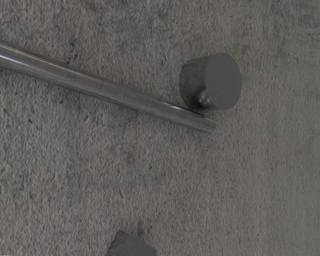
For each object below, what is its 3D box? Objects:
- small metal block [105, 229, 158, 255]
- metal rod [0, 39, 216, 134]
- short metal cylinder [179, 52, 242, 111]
[{"bbox_3d":[-0.038,0.159,0.373,0.050,0.025,0.050,43,64,-32],"label":"small metal block"},{"bbox_3d":[-0.038,-0.036,0.372,0.302,0.025,0.025,16,80,-39],"label":"metal rod"},{"bbox_3d":[0.074,-0.065,0.450,0.081,0.050,0.080,0,90,-40],"label":"short metal cylinder"}]
